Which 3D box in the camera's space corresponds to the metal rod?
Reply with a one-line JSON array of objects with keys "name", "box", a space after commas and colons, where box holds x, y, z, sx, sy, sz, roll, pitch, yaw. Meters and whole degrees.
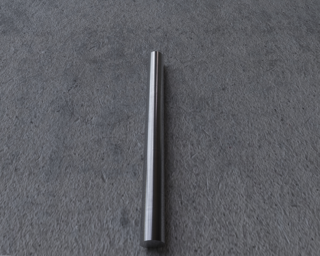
[{"name": "metal rod", "box": [-0.007, 0.001, 0.404, 0.025, 0.025, 0.300, 0, 50, 0]}]
